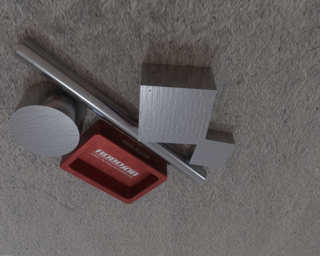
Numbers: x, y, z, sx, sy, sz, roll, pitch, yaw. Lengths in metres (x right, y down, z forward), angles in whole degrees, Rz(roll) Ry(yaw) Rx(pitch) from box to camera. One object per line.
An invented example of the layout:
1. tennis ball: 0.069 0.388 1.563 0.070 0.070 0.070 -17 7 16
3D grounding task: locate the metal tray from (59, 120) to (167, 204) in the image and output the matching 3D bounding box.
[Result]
1. metal tray: -0.064 0.054 0.451 0.130 0.030 0.090 36 121 -27

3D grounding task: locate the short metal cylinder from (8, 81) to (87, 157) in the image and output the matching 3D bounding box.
1. short metal cylinder: -0.135 -0.011 0.381 0.081 0.050 0.079 0 130 0

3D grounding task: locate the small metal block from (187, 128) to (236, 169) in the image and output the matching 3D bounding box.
1. small metal block: 0.071 0.028 0.434 0.050 0.025 0.050 10 130 -9

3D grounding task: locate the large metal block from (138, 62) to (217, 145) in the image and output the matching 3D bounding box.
1. large metal block: 0.017 -0.028 0.369 0.081 0.050 0.079 3 130 -3

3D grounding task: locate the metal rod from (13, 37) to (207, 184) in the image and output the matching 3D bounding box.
1. metal rod: -0.044 -0.007 0.401 0.025 0.025 0.301 -37 122 27
